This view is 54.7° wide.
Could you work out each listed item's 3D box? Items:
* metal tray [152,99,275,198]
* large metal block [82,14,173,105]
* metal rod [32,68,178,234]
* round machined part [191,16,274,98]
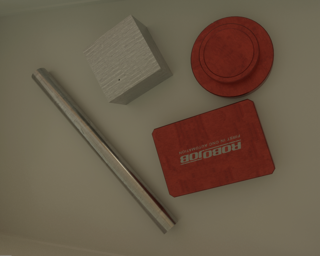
[{"bbox_3d":[0.064,0.026,0.385,0.130,0.030,0.090,-18,84,18],"label":"metal tray"},{"bbox_3d":[-0.042,-0.087,0.411,0.080,0.050,0.080,-31,80,17],"label":"large metal block"},{"bbox_3d":[-0.085,0.024,0.439,0.025,0.025,0.300,-46,76,14],"label":"metal rod"},{"bbox_3d":[0.084,-0.086,0.371,0.098,0.042,0.097,0,90,19],"label":"round machined part"}]
